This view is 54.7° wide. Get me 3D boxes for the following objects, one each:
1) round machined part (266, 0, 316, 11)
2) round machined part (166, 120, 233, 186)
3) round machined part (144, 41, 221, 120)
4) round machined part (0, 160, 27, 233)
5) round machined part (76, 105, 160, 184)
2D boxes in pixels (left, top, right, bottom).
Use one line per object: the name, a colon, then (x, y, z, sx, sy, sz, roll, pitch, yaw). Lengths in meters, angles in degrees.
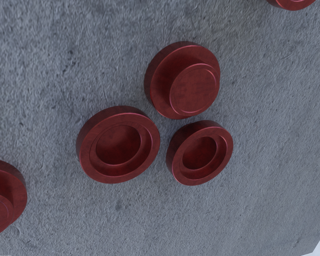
round machined part: (0.154, -0.191, 0.361, 0.099, 0.042, 0.097, -14, 124, -21)
round machined part: (0.052, 0.031, 0.443, 0.099, 0.042, 0.097, -14, 124, -21)
round machined part: (0.034, -0.053, 0.381, 0.099, 0.042, 0.097, -14, 124, -21)
round machined part: (-0.199, 0.084, 0.339, 0.099, 0.042, 0.097, -14, 124, -21)
round machined part: (-0.053, 0.016, 0.377, 0.099, 0.042, 0.097, -14, 124, -21)
